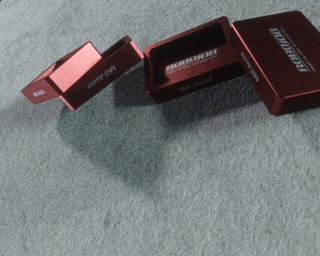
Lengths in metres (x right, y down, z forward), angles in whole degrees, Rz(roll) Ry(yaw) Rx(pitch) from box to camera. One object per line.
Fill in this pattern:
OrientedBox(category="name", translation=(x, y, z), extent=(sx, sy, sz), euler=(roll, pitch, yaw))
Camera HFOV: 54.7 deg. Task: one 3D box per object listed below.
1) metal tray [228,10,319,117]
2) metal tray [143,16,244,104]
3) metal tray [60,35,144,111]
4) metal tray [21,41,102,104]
OrientedBox(category="metal tray", translation=(0.144, -0.079, 0.352), extent=(0.091, 0.030, 0.130), euler=(-12, 54, -6))
OrientedBox(category="metal tray", translation=(0.043, -0.095, 0.435), extent=(0.130, 0.030, 0.090), euler=(-17, 55, 17))
OrientedBox(category="metal tray", translation=(-0.090, -0.087, 0.474), extent=(0.130, 0.030, 0.090), euler=(-36, 24, 3))
OrientedBox(category="metal tray", translation=(-0.155, -0.083, 0.481), extent=(0.130, 0.030, 0.090), euler=(-4, 40, 52))
